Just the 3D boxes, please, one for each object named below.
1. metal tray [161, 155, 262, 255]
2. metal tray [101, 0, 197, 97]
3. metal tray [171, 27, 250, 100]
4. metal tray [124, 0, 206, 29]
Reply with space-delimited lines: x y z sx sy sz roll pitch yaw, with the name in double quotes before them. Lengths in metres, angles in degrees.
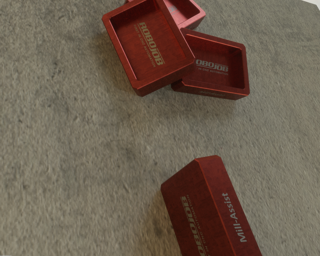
"metal tray" 0.051 0.105 0.326 0.030 0.090 0.130 -6 65 -31
"metal tray" -0.016 -0.119 0.434 0.090 0.030 0.130 -25 72 2
"metal tray" 0.079 -0.097 0.484 0.131 0.030 0.090 5 76 -29
"metal tray" 0.009 -0.195 0.526 0.090 0.030 0.131 46 51 3
